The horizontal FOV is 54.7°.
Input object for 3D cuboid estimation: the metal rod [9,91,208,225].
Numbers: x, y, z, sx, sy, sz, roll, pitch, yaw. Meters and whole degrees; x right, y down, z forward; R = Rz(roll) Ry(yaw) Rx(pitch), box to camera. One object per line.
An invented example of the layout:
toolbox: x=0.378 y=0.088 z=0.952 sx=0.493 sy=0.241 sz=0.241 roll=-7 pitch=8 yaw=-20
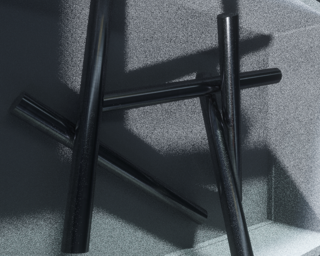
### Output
metal rod: x=-0.038 y=0.053 z=0.376 sx=0.301 sy=0.025 sz=0.025 roll=39 pitch=66 yaw=-34

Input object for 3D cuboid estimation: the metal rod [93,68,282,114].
metal rod: x=0.053 y=-0.054 z=0.417 sx=0.303 sy=0.025 sz=0.025 roll=-12 pitch=98 yaw=-29

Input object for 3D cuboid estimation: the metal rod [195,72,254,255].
metal rod: x=0.083 y=0.055 z=0.399 sx=0.025 sy=0.025 sz=0.299 roll=17 pitch=54 yaw=-39

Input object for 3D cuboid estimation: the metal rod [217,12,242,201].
metal rod: x=0.102 y=-0.007 z=0.439 sx=0.025 sy=0.025 sz=0.298 roll=-35 pitch=129 yaw=-35

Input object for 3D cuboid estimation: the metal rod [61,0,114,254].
metal rod: x=-0.071 y=-0.031 z=0.321 sx=0.025 sy=0.025 sz=0.299 roll=14 pitch=73 yaw=-40
